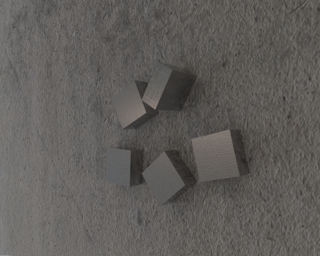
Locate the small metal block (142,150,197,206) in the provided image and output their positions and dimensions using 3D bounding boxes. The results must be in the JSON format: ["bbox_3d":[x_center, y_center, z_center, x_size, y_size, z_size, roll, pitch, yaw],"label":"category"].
[{"bbox_3d":[0.011,0.063,0.396,0.050,0.025,0.050,-47,62,30],"label":"small metal block"}]

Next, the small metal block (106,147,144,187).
[{"bbox_3d":[-0.052,0.054,0.448,0.050,0.025,0.050,3,92,40],"label":"small metal block"}]

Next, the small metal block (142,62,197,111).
[{"bbox_3d":[0.012,-0.049,0.379,0.025,0.050,0.050,37,113,34],"label":"small metal block"}]

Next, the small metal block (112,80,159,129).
[{"bbox_3d":[-0.035,-0.032,0.434,0.050,0.025,0.050,-32,70,35],"label":"small metal block"}]

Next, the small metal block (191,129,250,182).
[{"bbox_3d":[0.068,0.031,0.349,0.050,0.025,0.050,-17,79,38],"label":"small metal block"}]
